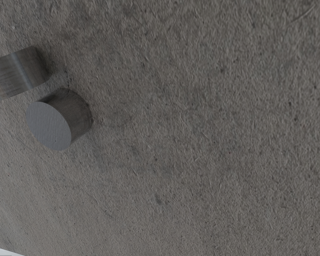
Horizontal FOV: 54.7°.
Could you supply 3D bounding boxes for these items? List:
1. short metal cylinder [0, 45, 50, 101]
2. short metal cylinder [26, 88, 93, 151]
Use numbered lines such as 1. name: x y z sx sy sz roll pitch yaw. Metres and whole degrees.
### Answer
1. short metal cylinder: -0.203 -0.077 0.431 0.080 0.080 0.050 -7 115 31
2. short metal cylinder: -0.149 -0.013 0.461 0.080 0.050 0.079 13 124 21
